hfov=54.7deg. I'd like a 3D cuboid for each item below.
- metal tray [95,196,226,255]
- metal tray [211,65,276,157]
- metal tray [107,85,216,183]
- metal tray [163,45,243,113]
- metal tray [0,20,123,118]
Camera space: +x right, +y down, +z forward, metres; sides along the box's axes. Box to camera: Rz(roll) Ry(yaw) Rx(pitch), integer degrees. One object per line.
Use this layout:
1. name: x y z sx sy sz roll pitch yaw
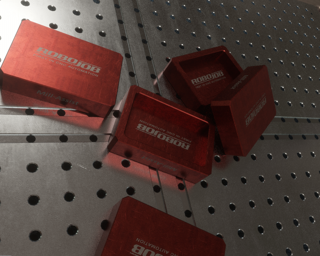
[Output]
1. metal tray: 0.001 0.139 0.322 0.131 0.030 0.090 28 52 -11
2. metal tray: 0.130 -0.029 0.465 0.131 0.030 0.090 -41 121 -39
3. metal tray: 0.007 0.008 0.405 0.131 0.030 0.090 23 53 -15
4. metal tray: 0.080 -0.080 0.499 0.131 0.030 0.090 -23 74 -37
5. metal tray: -0.117 -0.073 0.387 0.131 0.030 0.090 16 55 -19
